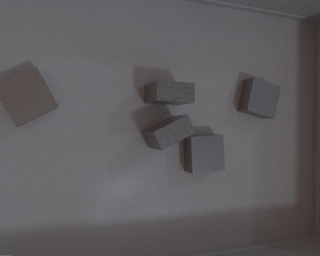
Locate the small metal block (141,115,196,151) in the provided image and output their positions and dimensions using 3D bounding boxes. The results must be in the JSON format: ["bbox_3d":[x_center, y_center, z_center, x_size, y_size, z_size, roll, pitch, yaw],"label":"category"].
[{"bbox_3d":[0.010,0.005,0.402,0.050,0.050,0.025,-27,99,-18],"label":"small metal block"}]

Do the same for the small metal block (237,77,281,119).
[{"bbox_3d":[0.150,-0.044,0.468,0.050,0.025,0.050,14,85,-20],"label":"small metal block"}]

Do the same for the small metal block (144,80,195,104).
[{"bbox_3d":[0.011,-0.045,0.402,0.050,0.050,0.025,1,90,-20],"label":"small metal block"}]

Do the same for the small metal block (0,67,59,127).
[{"bbox_3d":[-0.152,-0.035,0.355,0.050,0.025,0.050,-30,100,-18],"label":"small metal block"}]

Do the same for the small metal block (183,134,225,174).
[{"bbox_3d":[0.062,0.035,0.435,0.050,0.025,0.050,-3,91,-20],"label":"small metal block"}]
